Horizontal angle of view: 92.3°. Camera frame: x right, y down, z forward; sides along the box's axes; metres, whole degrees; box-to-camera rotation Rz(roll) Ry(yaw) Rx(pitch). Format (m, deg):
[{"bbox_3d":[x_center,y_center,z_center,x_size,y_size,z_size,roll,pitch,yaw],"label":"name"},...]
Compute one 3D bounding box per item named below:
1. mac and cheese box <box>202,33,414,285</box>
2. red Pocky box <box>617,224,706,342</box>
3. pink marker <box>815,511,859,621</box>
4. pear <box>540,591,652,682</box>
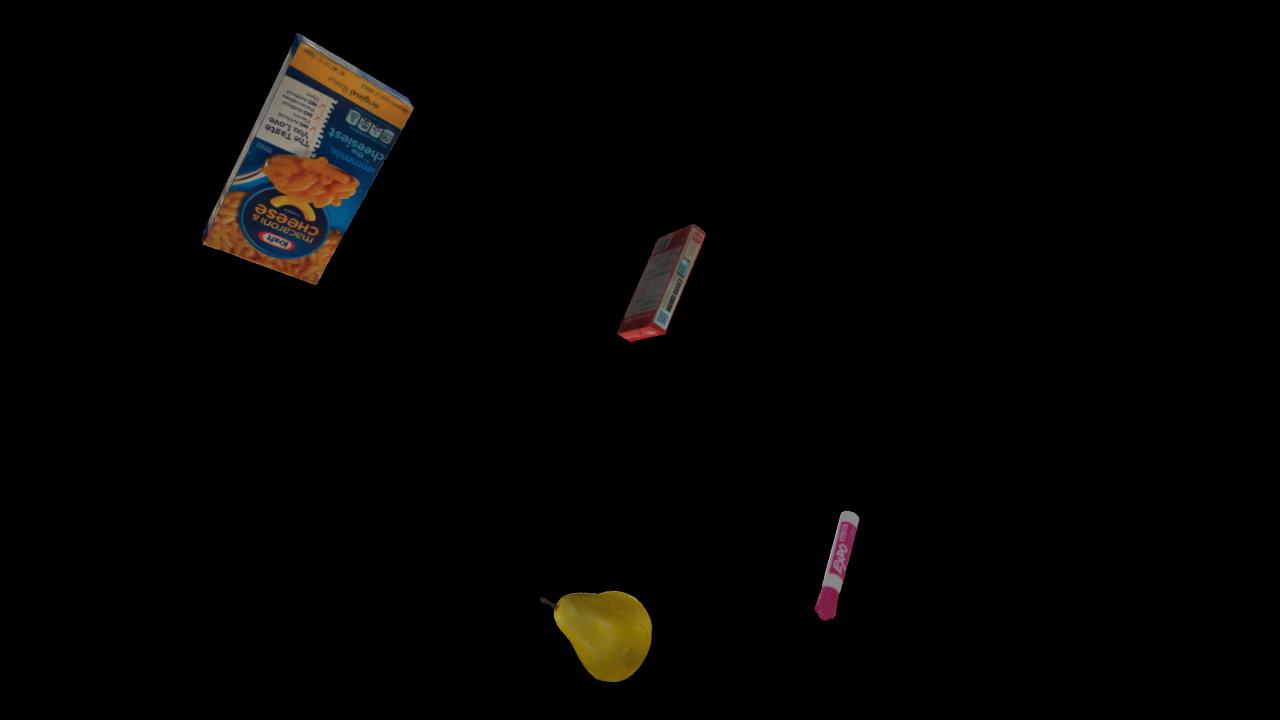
[{"bbox_3d":[-0.278,-0.160,0.515,0.093,0.184,0.041,22,21,-43],"label":"mac and cheese box"},{"bbox_3d":[0.027,-0.098,0.794,0.028,0.155,0.083,33,-21,-27],"label":"red Pocky box"},{"bbox_3d":[0.190,0.196,0.592,0.020,0.020,0.121,0,35,32],"label":"pink marker"},{"bbox_3d":[-0.046,0.247,0.576,0.111,0.080,0.080,33,-2,-3],"label":"pear"}]
